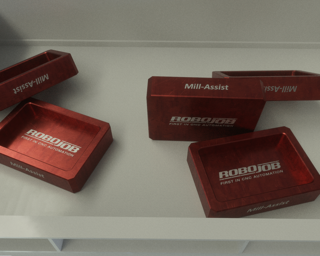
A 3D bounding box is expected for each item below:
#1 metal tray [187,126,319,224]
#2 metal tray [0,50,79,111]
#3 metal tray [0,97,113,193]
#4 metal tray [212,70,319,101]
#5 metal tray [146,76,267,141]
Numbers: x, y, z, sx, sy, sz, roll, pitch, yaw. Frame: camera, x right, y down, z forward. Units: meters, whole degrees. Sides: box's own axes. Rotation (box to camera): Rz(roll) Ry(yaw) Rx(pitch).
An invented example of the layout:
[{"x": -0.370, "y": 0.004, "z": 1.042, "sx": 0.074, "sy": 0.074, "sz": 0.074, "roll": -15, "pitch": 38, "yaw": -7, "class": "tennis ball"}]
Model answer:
[{"x": 0.106, "y": 0.050, "z": 0.359, "sx": 0.131, "sy": 0.030, "sz": 0.090, "roll": -10, "pitch": 51, "yaw": -8, "class": "metal tray"}, {"x": -0.192, "y": -0.069, "z": 0.435, "sx": 0.131, "sy": 0.030, "sz": 0.090, "roll": -33, "pitch": 32, "yaw": -25, "class": "metal tray"}, {"x": -0.137, "y": 0.016, "z": 0.386, "sx": 0.130, "sy": 0.030, "sz": 0.090, "roll": 18, "pitch": 52, "yaw": 14, "class": "metal tray"}, {"x": 0.143, "y": -0.059, "z": 0.422, "sx": 0.131, "sy": 0.030, "sz": 0.090, "roll": -1, "pitch": 15, "yaw": -1, "class": "metal tray"}, {"x": 0.051, "y": -0.020, "z": 0.378, "sx": 0.131, "sy": 0.090, "sz": 0.030, "roll": 2, "pitch": 55, "yaw": 1, "class": "metal tray"}]
